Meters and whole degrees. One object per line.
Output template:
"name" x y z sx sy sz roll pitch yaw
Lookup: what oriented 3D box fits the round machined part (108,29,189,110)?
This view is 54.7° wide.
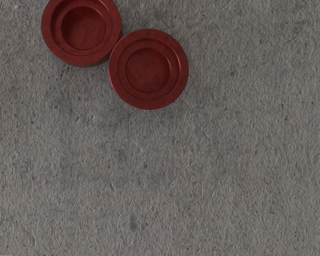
"round machined part" -0.016 -0.073 0.395 0.099 0.042 0.097 -1 96 -10

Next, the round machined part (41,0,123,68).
"round machined part" -0.097 -0.126 0.400 0.099 0.042 0.097 0 90 0
